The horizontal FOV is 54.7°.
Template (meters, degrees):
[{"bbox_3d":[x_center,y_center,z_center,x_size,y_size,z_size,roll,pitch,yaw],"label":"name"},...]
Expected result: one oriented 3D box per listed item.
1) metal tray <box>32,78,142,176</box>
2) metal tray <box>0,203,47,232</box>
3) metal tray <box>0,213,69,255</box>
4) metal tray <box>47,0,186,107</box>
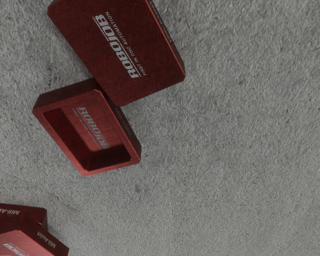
[{"bbox_3d":[-0.089,0.004,0.405,0.090,0.030,0.130,-15,129,12],"label":"metal tray"},{"bbox_3d":[-0.270,0.173,0.547,0.131,0.030,0.089,9,130,-8],"label":"metal tray"},{"bbox_3d":[-0.233,0.204,0.535,0.090,0.030,0.130,-19,128,15],"label":"metal tray"},{"bbox_3d":[-0.039,-0.091,0.326,0.090,0.030,0.130,-21,127,17],"label":"metal tray"}]
